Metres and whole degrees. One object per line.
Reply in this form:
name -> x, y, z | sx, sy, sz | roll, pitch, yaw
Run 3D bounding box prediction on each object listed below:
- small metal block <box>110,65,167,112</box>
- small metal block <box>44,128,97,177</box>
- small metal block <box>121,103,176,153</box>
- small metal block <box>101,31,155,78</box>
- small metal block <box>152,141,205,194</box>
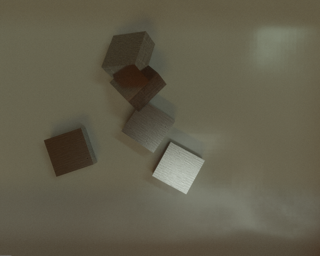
small metal block -> -0.029, -0.057, 0.398 | 0.050, 0.025, 0.050 | -45, 52, 0
small metal block -> -0.117, 0.031, 0.410 | 0.050, 0.025, 0.050 | -19, 90, 0
small metal block -> -0.015, -0.002, 0.411 | 0.050, 0.025, 0.050 | 34, 90, 0
small metal block -> -0.040, -0.092, 0.392 | 0.050, 0.025, 0.050 | 2, 65, 30
small metal block -> 0.024, 0.052, 0.411 | 0.050, 0.025, 0.050 | 29, 90, 0
